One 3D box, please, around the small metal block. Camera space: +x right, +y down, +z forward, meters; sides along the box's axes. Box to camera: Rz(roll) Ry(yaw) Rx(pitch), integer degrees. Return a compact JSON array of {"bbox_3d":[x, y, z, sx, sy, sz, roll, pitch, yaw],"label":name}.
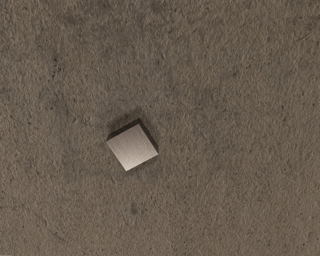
[{"bbox_3d":[-0.036,0.022,0.417,0.050,0.025,0.050,-29,108,9],"label":"small metal block"}]
